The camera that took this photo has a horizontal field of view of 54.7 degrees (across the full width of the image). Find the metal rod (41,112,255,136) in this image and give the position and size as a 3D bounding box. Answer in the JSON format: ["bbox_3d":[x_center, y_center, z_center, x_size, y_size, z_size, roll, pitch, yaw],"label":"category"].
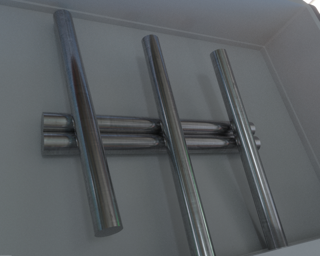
[{"bbox_3d":[0.005,-0.001,0.409,0.303,0.025,0.025,2,61,-28],"label":"metal rod"}]

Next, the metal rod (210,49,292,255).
[{"bbox_3d":[0.120,0.028,0.425,0.025,0.025,0.299,-4,72,-30],"label":"metal rod"}]

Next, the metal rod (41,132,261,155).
[{"bbox_3d":[0.009,0.020,0.398,0.303,0.025,0.025,2,61,-28],"label":"metal rod"}]

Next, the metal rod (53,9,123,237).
[{"bbox_3d":[-0.088,-0.031,0.345,0.025,0.025,0.299,-1,54,-29],"label":"metal rod"}]

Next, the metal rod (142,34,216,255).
[{"bbox_3d":[0.016,0.007,0.378,0.025,0.025,0.299,1,61,-28],"label":"metal rod"}]
